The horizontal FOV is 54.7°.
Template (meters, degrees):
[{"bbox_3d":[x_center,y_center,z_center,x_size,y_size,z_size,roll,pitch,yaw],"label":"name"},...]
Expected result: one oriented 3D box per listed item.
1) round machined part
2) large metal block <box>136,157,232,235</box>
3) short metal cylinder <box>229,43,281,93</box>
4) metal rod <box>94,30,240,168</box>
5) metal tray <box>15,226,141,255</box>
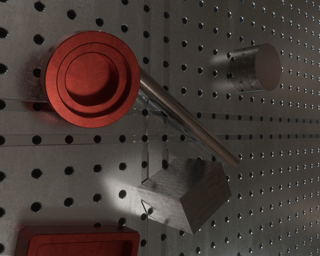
[{"bbox_3d":[-0.074,-0.052,0.325,0.099,0.042,0.097,-11,113,-28],"label":"round machined part"},{"bbox_3d":[0.031,0.082,0.402,0.081,0.080,0.050,-33,111,-35],"label":"large metal block"},{"bbox_3d":[0.165,-0.101,0.534,0.081,0.050,0.079,0,90,-40],"label":"short metal cylinder"},{"bbox_3d":[0.023,-0.022,0.430,0.301,0.025,0.025,38,66,-34],"label":"metal rod"},{"bbox_3d":[-0.088,0.155,0.334,0.131,0.030,0.090,15,81,-39],"label":"metal tray"}]
